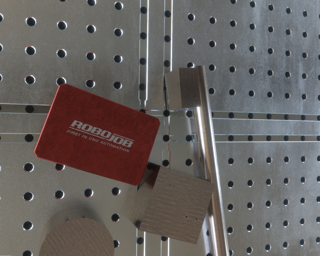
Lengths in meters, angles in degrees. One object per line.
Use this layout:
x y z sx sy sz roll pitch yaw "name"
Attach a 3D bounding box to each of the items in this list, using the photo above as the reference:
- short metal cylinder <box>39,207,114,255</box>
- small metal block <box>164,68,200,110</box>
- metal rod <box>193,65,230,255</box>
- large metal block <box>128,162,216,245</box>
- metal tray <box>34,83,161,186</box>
-0.099 0.139 0.364 0.081 0.050 0.079 0 90 -20 "short metal cylinder"
0.028 -0.051 0.411 0.025 0.050 0.050 -5 92 -20 "small metal block"
0.071 0.062 0.440 0.025 0.025 0.298 -9 93 -20 "metal rod"
0.015 0.096 0.406 0.080 0.050 0.080 21 83 -19 "large metal block"
-0.075 0.010 0.383 0.131 0.030 0.090 20 83 -19 "metal tray"
